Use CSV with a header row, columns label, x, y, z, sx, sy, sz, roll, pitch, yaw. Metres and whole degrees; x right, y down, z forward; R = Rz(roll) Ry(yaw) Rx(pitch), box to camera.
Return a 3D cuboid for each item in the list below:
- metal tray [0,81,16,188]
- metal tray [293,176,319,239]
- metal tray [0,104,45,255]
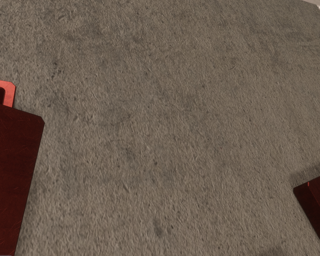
label,x,y,z,sx,sy,sz,roll,pitch,yaw
metal tray,-0.193,0.009,0.290,0.091,0.030,0.130,8,58,-24
metal tray,0.278,0.115,0.484,0.131,0.030,0.090,-11,68,-33
metal tray,-0.158,0.041,0.259,0.091,0.030,0.130,21,64,-36
